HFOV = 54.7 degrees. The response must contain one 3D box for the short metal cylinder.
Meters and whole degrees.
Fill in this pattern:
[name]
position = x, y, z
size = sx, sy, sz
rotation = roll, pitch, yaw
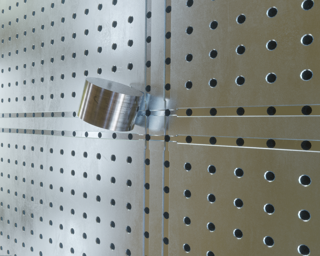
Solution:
[short metal cylinder]
position = -0.068, -0.034, 0.428
size = 0.080, 0.081, 0.050
rotation = 29, 108, 36
